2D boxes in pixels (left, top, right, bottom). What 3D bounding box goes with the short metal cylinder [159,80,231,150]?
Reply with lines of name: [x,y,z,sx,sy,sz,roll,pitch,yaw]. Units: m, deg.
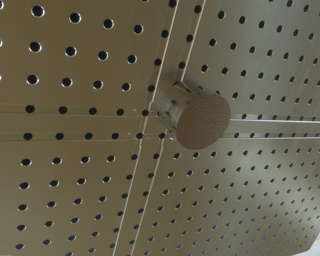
short metal cylinder: [0.046,-0.018,0.411,0.081,0.050,0.079,-14,125,-21]
